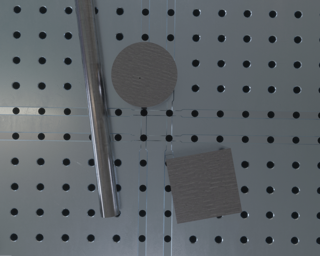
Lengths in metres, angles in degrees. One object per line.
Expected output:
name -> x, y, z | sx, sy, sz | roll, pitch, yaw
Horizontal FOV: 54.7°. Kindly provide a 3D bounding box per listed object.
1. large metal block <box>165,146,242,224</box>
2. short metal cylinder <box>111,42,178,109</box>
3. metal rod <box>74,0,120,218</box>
large metal block -> 0.054, 0.070, 0.401 | 0.080, 0.050, 0.080 | -10, 90, 0
short metal cylinder -> -0.019, -0.065, 0.401 | 0.081, 0.050, 0.079 | 0, 90, 0
metal rod -> -0.084, -0.032, 0.412 | 0.025, 0.025, 0.298 | -7, 90, 0
